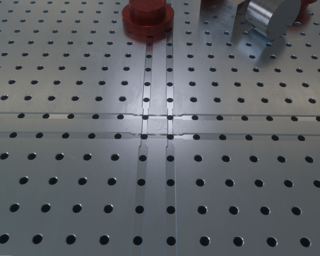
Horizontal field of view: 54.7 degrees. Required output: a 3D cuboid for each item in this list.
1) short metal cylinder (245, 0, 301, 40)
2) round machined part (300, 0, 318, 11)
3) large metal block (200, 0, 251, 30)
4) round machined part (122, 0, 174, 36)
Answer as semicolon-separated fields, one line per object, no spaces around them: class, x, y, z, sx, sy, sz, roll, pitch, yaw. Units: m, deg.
short metal cylinder;0.198;-0.203;0.544;0.081;0.080;0.050;-28;56;-21
round machined part;0.272;-0.274;0.629;0.099;0.042;0.098;0;50;0
large metal block;0.135;-0.242;0.596;0.080;0.050;0.080;37;59;27
round machined part;-0.022;-0.217;0.579;0.099;0.042;0.098;0;50;0
